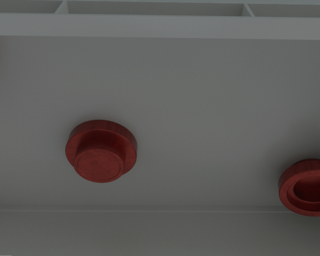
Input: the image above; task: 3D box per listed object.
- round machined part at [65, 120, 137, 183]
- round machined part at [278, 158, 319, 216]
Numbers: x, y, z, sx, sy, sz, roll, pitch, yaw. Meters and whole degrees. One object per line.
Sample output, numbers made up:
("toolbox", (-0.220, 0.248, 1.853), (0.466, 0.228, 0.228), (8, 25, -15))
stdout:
("round machined part", (-0.082, 0.039, 0.430), (0.099, 0.042, 0.097), (0, 130, 0))
("round machined part", (0.229, 0.084, 0.462), (0.098, 0.042, 0.097), (7, 127, 10))
